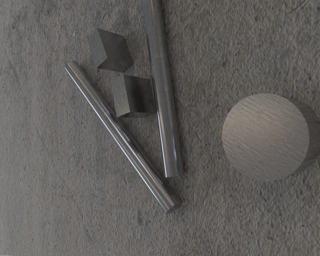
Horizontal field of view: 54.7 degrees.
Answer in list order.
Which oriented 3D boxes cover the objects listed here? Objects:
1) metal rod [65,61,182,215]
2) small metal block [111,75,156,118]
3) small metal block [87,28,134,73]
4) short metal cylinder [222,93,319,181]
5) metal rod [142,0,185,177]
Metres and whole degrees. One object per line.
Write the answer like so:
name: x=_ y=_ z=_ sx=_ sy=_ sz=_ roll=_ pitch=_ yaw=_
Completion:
metal rod: x=-0.066 y=-0.002 z=0.459 sx=0.300 sy=0.025 sz=0.025 roll=51 pitch=120 yaw=28
small metal block: x=-0.035 y=-0.041 z=0.418 sx=0.025 sy=0.050 sz=0.050 roll=-18 pitch=79 yaw=39
small metal block: x=-0.071 y=-0.111 z=0.447 sx=0.025 sy=0.050 sz=0.050 roll=-33 pitch=70 yaw=35
short metal cylinder: x=0.108 y=0.008 z=0.299 sx=0.080 sy=0.050 sz=0.079 roll=0 pitch=90 yaw=40
metal rod: x=-0.001 y=-0.087 z=0.405 sx=0.025 sy=0.025 sz=0.298 roll=-13 pitch=82 yaw=39
